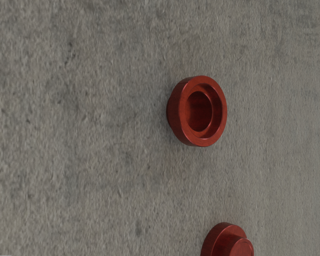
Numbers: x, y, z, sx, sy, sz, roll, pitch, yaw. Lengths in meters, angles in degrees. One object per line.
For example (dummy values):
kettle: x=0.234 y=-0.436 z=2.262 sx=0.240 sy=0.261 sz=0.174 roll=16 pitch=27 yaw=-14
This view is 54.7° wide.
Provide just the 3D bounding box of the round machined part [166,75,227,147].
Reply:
round machined part: x=0.047 y=-0.023 z=0.436 sx=0.099 sy=0.042 sz=0.097 roll=0 pitch=90 yaw=-40

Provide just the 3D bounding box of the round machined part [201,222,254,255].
round machined part: x=0.113 y=0.204 z=0.492 sx=0.099 sy=0.042 sz=0.097 roll=0 pitch=90 yaw=-40
